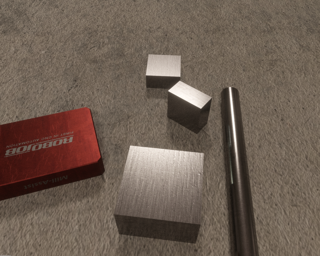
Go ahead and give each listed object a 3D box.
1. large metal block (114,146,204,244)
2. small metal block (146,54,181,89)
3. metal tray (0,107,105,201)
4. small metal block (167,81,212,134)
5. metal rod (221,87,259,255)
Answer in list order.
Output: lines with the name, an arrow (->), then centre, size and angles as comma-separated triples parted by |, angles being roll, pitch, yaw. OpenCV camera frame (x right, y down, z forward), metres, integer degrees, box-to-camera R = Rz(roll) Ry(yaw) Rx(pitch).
large metal block -> 0.002, 0.069, 0.329 | 0.080, 0.050, 0.080 | 6, 50, 4
small metal block -> 0.006, -0.087, 0.476 | 0.050, 0.025, 0.050 | 3, 50, 2
metal tray -> -0.141, 0.028, 0.375 | 0.131, 0.030, 0.090 | -13, 51, -11
small metal block -> 0.038, -0.027, 0.410 | 0.050, 0.050, 0.025 | 31, 57, 23
metal rod -> 0.089, 0.065, 0.349 | 0.025, 0.025, 0.300 | 4, 50, 3
